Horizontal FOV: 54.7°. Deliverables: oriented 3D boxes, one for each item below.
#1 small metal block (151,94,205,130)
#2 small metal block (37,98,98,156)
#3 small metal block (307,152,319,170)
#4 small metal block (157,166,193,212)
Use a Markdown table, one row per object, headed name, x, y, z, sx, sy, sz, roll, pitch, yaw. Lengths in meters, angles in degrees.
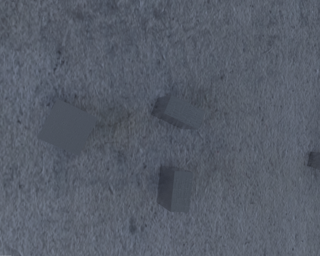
| name | x | y | z | sx | sy | sz | roll | pitch | yaw |
| --- | --- | --- | --- | --- | --- | --- | --- | --- | --- |
| small metal block | 0.022 | -0.019 | 0.405 | 0.050 | 0.050 | 0.025 | 25 | 82 | -19 |
| small metal block | -0.110 | -0.001 | 0.369 | 0.050 | 0.025 | 0.050 | 27 | 81 | -18 |
| small metal block | 0.280 | 0.058 | 0.502 | 0.050 | 0.050 | 0.025 | 17 | 84 | -20 |
| small metal block | 0.018 | 0.078 | 0.404 | 0.025 | 0.050 | 0.050 | 7 | 88 | -20 |
